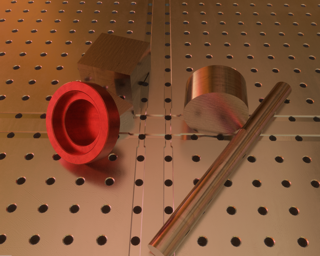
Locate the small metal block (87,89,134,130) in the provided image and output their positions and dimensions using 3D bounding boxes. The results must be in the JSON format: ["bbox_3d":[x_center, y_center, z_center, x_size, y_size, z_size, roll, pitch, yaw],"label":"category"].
[{"bbox_3d":[-0.072,-0.020,0.424,0.050,0.025,0.050,33,57,24],"label":"small metal block"}]

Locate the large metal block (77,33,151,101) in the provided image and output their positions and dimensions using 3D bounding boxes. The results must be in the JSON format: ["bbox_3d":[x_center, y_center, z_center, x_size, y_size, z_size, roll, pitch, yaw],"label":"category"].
[{"bbox_3d":[-0.066,-0.094,0.470,0.080,0.050,0.080,15,51,12],"label":"large metal block"}]

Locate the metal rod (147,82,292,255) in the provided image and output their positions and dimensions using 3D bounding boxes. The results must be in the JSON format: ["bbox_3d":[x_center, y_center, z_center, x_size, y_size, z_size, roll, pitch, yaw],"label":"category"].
[{"bbox_3d":[0.090,0.033,0.381,0.025,0.025,0.301,31,56,23],"label":"metal rod"}]

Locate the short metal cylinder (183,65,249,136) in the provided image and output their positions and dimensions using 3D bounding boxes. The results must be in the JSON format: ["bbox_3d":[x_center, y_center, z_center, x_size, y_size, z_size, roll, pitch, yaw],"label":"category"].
[{"bbox_3d":[0.072,-0.034,0.402,0.080,0.080,0.050,5,50,4],"label":"short metal cylinder"}]

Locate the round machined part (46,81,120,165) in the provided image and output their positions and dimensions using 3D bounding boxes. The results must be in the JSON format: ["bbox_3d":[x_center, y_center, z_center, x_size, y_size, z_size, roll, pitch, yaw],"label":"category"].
[{"bbox_3d":[-0.088,-0.007,0.378,0.098,0.097,0.042,32,18,23],"label":"round machined part"}]
